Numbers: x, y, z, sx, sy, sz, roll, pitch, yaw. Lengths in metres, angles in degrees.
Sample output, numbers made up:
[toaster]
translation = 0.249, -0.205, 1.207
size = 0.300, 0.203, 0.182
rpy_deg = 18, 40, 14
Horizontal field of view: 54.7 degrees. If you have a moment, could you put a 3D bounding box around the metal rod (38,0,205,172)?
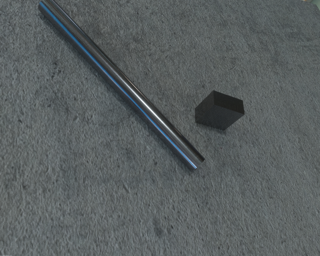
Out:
[metal rod]
translation = -0.053, -0.060, 0.413
size = 0.300, 0.025, 0.025
rpy_deg = 47, 51, 4

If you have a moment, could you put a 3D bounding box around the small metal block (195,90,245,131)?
[small metal block]
translation = 0.086, -0.024, 0.451
size = 0.050, 0.050, 0.025
rpy_deg = 16, 56, -20
